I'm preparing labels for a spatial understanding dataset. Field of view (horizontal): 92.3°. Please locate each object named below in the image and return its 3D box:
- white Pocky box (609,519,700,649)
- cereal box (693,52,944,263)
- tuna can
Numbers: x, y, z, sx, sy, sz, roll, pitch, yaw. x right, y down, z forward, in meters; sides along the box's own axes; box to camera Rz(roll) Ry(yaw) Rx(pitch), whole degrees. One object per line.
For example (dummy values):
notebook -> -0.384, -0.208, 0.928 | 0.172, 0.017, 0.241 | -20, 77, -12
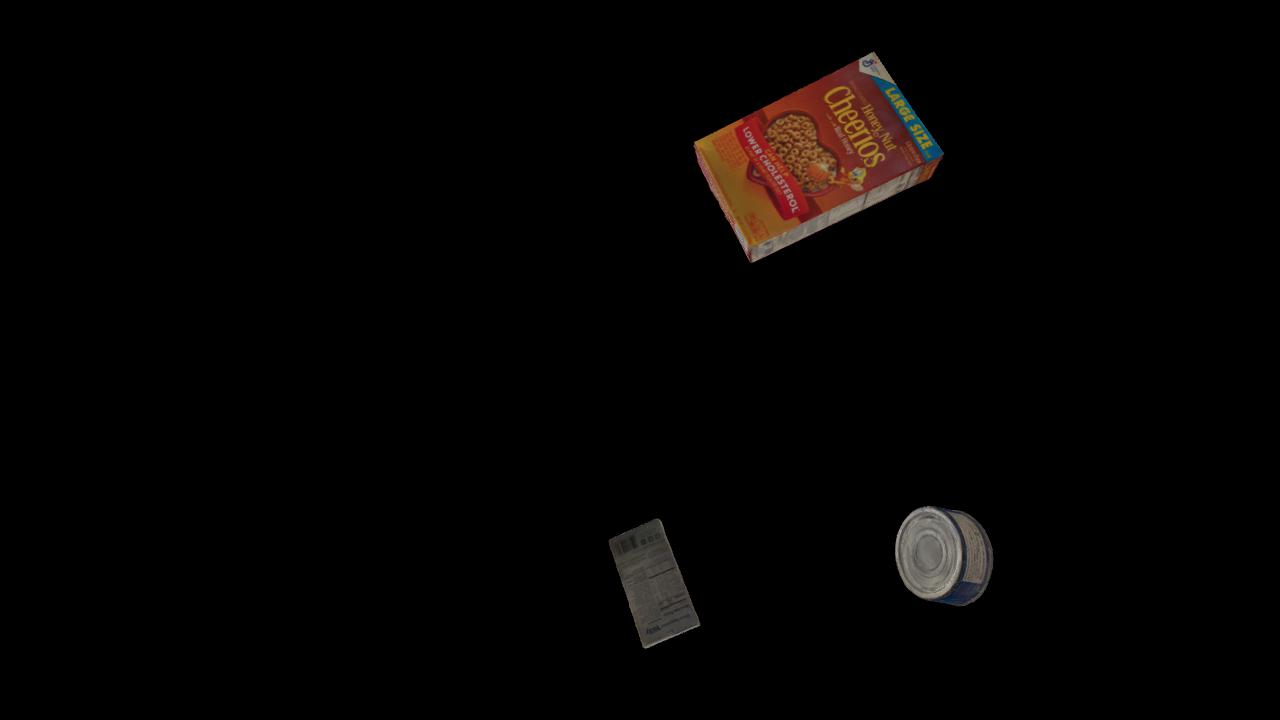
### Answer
white Pocky box -> 0.018, 0.311, 0.864 | 0.084, 0.154, 0.028 | -24, -29, 1
cereal box -> 0.262, -0.307, 0.937 | 0.306, 0.203, 0.081 | -25, -16, 6
tuna can -> 0.272, 0.176, 0.557 | 0.034, 0.084, 0.084 | 13, -4, -16
